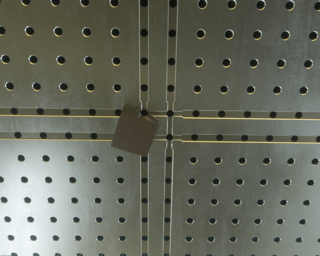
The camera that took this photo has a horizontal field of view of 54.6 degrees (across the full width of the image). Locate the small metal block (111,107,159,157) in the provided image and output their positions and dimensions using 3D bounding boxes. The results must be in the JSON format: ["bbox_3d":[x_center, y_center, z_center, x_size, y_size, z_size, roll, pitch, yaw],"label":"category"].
[{"bbox_3d":[-0.033,0.005,0.415,0.050,0.025,0.050,17,109,-7],"label":"small metal block"}]
